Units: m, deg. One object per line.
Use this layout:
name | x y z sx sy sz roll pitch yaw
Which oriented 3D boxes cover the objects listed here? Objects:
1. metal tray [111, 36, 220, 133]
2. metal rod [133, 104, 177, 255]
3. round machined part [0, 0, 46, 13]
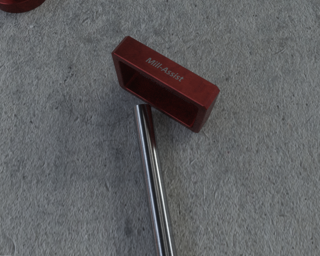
metal tray | 0.005 -0.051 0.392 0.130 0.090 0.030 32 73 10
metal rod | 0.001 0.111 0.367 0.025 0.025 0.299 -9 70 -4
round machined part | -0.225 -0.232 0.481 0.099 0.042 0.098 0 70 -1
